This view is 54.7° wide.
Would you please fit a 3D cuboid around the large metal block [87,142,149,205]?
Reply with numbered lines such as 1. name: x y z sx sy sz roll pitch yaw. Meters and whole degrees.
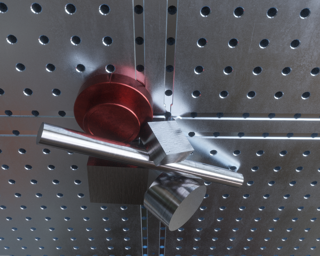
1. large metal block: -0.058 0.065 0.446 0.081 0.050 0.079 4 130 -4

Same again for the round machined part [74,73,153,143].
1. round machined part: -0.058 -0.015 0.387 0.099 0.042 0.097 -1 130 0

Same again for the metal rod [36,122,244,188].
1. metal rod: -0.003 0.043 0.406 0.302 0.025 0.025 17 129 -31

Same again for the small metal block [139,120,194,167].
1. small metal block: 0.008 0.018 0.398 0.050 0.050 0.025 -5 145 -44

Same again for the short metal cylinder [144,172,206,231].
1. short metal cylinder: 0.023 0.102 0.454 0.080 0.050 0.080 -36 145 -29
